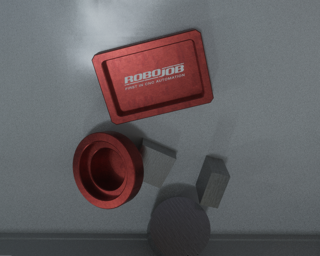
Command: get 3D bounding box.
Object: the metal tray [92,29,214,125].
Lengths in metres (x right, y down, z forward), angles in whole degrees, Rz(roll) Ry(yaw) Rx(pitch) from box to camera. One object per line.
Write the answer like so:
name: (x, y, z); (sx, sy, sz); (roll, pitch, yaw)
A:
metal tray: (-0.007, -0.063, 0.385); (0.131, 0.030, 0.089); (-13, 110, 4)

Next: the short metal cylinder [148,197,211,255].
short metal cylinder: (0.024, 0.141, 0.428); (0.081, 0.080, 0.050); (8, 152, -4)

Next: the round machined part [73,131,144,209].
round machined part: (-0.063, 0.052, 0.405); (0.098, 0.042, 0.097); (3, 96, 28)

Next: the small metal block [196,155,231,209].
small metal block: (0.071, 0.073, 0.426); (0.025, 0.050, 0.050); (14, 109, -6)

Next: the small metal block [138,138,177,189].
small metal block: (-0.011, 0.049, 0.429); (0.050, 0.025, 0.050); (24, 108, -9)
